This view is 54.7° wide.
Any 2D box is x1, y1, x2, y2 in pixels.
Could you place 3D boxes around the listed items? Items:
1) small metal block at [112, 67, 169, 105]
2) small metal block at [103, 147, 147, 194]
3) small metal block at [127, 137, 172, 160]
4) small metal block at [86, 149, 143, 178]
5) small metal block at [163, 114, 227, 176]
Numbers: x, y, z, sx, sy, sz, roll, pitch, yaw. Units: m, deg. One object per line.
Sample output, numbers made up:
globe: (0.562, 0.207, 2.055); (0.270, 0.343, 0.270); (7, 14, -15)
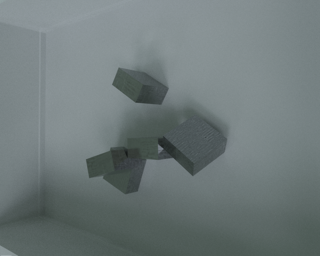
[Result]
small metal block: (-0.026, -0.055, 0.410); (0.050, 0.050, 0.025); (38, 113, 33)
small metal block: (-0.052, 0.060, 0.447); (0.050, 0.025, 0.050); (25, 106, 36)
small metal block: (-0.005, 0.025, 0.393); (0.050, 0.050, 0.025); (-1, 90, 39)
small metal block: (-0.059, 0.046, 0.405); (0.050, 0.050, 0.025); (-20, 77, 37)
small metal block: (0.039, 0.018, 0.353); (0.050, 0.050, 0.025); (42, 152, 31)
